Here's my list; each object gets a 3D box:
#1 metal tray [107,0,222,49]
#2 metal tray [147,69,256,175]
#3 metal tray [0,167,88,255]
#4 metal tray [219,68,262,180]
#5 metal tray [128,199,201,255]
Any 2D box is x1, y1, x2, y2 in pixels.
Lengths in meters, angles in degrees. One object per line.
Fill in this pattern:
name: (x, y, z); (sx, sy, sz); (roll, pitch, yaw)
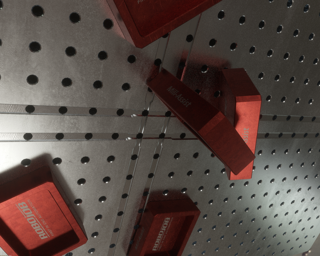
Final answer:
metal tray: (0.009, -0.154, 0.318); (0.131, 0.030, 0.090); (-33, 129, -7)
metal tray: (0.045, -0.010, 0.363); (0.030, 0.130, 0.090); (-44, 130, 2)
metal tray: (-0.158, 0.120, 0.396); (0.091, 0.030, 0.129); (-25, 128, -14)
metal tray: (0.104, -0.005, 0.421); (0.030, 0.090, 0.129); (-4, 123, 1)
metal tray: (0.006, 0.183, 0.526); (0.091, 0.030, 0.129); (5, 116, -31)
